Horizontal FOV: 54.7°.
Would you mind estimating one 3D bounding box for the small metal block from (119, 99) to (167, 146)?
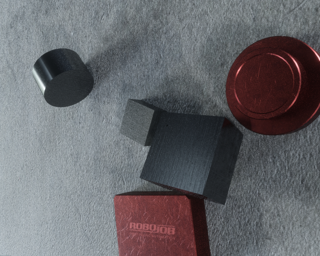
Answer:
[{"bbox_3d":[-0.024,-0.008,0.423,0.050,0.025,0.050,26,106,36],"label":"small metal block"}]

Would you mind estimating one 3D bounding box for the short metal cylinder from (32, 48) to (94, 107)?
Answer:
[{"bbox_3d":[-0.153,-0.079,0.493,0.080,0.081,0.050,-50,61,28],"label":"short metal cylinder"}]

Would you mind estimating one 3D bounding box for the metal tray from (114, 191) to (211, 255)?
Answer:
[{"bbox_3d":[-0.002,0.129,0.401,0.130,0.030,0.089,-10,84,39],"label":"metal tray"}]

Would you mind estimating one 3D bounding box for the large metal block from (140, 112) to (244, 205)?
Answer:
[{"bbox_3d":[0.035,0.031,0.341,0.080,0.050,0.080,7,72,39],"label":"large metal block"}]

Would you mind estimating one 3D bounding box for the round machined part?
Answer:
[{"bbox_3d":[0.108,-0.041,0.304,0.098,0.042,0.097,0,90,39],"label":"round machined part"}]
